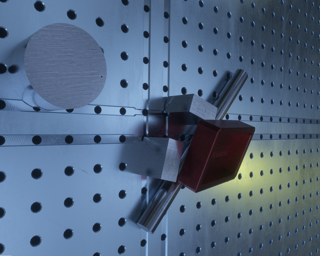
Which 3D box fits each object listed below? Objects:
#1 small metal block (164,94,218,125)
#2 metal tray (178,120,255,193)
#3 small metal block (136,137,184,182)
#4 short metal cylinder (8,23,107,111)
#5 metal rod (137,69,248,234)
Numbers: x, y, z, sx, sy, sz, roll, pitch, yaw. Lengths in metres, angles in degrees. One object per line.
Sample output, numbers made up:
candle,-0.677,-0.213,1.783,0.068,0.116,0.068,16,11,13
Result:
small metal block,0.043,-0.025,0.431,0.050,0.050,0.025,25,74,-38
metal tray,0.084,0.035,0.439,0.131,0.030,0.089,-1,113,-54
small metal block,-0.001,0.039,0.394,0.025,0.050,0.050,20,78,-39
short metal cylinder,-0.101,-0.058,0.309,0.081,0.050,0.079,0,90,-40
metal rod,0.059,0.019,0.461,0.025,0.025,0.301,51,60,-28
